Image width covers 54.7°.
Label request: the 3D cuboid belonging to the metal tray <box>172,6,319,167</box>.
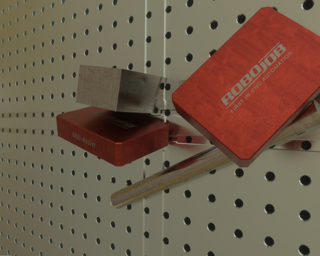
[{"bbox_3d":[0.087,-0.040,0.284,0.130,0.030,0.090,-44,68,-6],"label":"metal tray"}]

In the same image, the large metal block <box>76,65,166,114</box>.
[{"bbox_3d":[-0.052,-0.051,0.414,0.080,0.081,0.050,14,99,39],"label":"large metal block"}]

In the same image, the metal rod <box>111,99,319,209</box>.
[{"bbox_3d":[0.043,0.046,0.372,0.299,0.025,0.025,-30,72,35],"label":"metal rod"}]

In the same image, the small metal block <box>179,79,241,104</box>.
[{"bbox_3d":[0.056,-0.039,0.346,0.050,0.050,0.025,2,92,39],"label":"small metal block"}]

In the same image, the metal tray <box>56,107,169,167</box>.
[{"bbox_3d":[-0.064,0.003,0.414,0.130,0.091,0.030,20,118,38],"label":"metal tray"}]
